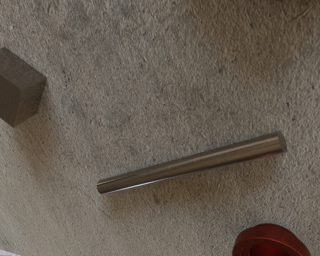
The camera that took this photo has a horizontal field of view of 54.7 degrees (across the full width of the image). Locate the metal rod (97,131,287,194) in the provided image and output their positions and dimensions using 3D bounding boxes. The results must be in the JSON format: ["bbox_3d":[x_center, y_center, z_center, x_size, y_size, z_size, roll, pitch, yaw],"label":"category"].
[{"bbox_3d":[0.020,0.057,0.429,0.300,0.025,0.025,-20,108,35],"label":"metal rod"}]

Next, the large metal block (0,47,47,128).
[{"bbox_3d":[-0.229,-0.061,0.471,0.080,0.050,0.079,36,129,3],"label":"large metal block"}]

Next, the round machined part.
[{"bbox_3d":[0.152,0.169,0.420,0.098,0.042,0.097,13,124,20],"label":"round machined part"}]
